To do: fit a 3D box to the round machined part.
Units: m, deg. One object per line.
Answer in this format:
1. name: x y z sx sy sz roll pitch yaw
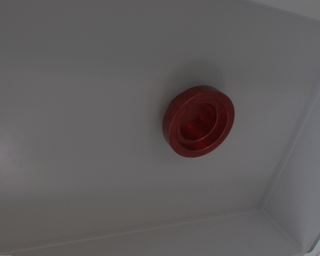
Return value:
1. round machined part: 0.047 -0.012 0.415 0.099 0.042 0.097 -14 124 -21
